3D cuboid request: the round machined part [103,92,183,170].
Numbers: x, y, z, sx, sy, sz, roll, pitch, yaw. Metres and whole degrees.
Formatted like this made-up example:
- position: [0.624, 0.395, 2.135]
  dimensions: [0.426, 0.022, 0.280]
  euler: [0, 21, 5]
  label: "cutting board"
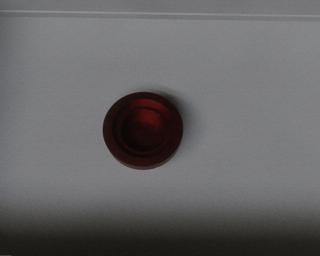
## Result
- position: [-0.021, 0.006, 0.398]
  dimensions: [0.099, 0.042, 0.098]
  euler: [0, 70, -1]
  label: "round machined part"
